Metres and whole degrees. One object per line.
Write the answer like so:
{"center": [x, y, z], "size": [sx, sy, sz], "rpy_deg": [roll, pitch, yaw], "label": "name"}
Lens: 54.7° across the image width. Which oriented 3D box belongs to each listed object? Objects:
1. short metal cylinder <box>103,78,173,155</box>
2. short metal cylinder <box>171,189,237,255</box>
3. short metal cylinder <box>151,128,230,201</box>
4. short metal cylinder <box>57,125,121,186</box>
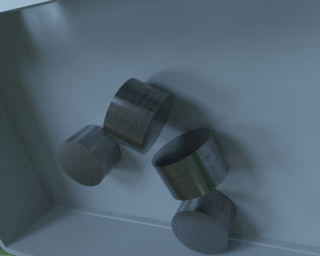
{"center": [-0.025, -0.014, 0.376], "size": [0.050, 0.080, 0.079], "rpy_deg": [26, 128, 11], "label": "short metal cylinder"}
{"center": [0.063, 0.131, 0.439], "size": [0.080, 0.050, 0.079], "rpy_deg": [13, 124, 20], "label": "short metal cylinder"}
{"center": [0.037, 0.043, 0.379], "size": [0.080, 0.080, 0.050], "rpy_deg": [-20, 108, 35], "label": "short metal cylinder"}
{"center": [-0.107, 0.042, 0.473], "size": [0.080, 0.050, 0.079], "rpy_deg": [13, 124, 20], "label": "short metal cylinder"}
